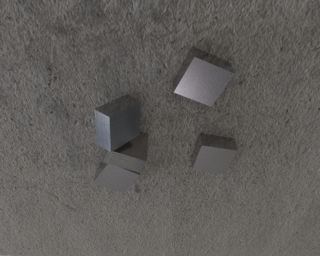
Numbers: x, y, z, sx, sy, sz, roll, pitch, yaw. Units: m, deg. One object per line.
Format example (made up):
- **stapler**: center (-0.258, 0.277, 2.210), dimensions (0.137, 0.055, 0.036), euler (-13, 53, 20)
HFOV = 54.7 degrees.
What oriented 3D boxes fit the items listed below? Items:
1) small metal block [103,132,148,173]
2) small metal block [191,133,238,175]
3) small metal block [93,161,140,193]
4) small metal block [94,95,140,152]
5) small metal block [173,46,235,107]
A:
- **small metal block**: center (-0.045, 0.026, 0.412), dimensions (0.050, 0.050, 0.025), euler (19, 130, -16)
- **small metal block**: center (0.075, 0.037, 0.440), dimensions (0.050, 0.025, 0.050), euler (9, 130, -8)
- **small metal block**: center (-0.064, 0.066, 0.463), dimensions (0.050, 0.025, 0.050), euler (26, 125, -21)
- **small metal block**: center (-0.051, -0.006, 0.379), dimensions (0.025, 0.050, 0.050), euler (27, 130, 30)
- **small metal block**: center (0.049, -0.058, 0.358), dimensions (0.050, 0.025, 0.050), euler (19, 128, -16)
